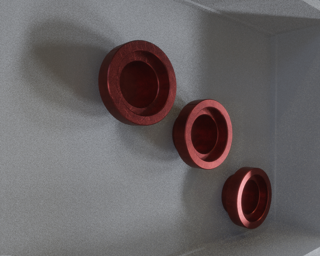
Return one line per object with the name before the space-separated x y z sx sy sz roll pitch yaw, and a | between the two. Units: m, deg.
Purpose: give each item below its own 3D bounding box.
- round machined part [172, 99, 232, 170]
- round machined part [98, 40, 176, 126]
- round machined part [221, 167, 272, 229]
round machined part | 0.056 0.008 0.442 0.099 0.042 0.097 0 90 -40
round machined part | -0.030 -0.052 0.370 0.099 0.042 0.097 0 90 -40
round machined part | 0.140 0.113 0.513 0.099 0.042 0.097 0 90 -40
